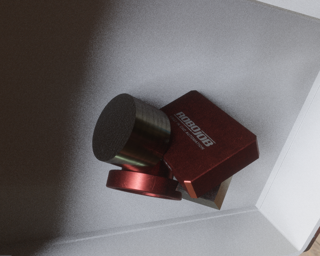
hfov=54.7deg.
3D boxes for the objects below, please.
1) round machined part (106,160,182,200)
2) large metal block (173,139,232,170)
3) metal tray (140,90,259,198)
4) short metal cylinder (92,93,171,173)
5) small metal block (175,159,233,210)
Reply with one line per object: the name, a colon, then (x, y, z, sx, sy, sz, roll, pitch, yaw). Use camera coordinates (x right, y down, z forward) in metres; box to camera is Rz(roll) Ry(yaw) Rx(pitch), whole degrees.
round machined part: (-0.017, 0.065, 0.404, 0.099, 0.098, 0.042, 22, 71, -37)
large metal block: (0.058, 0.027, 0.431, 0.081, 0.050, 0.079, -14, 129, -21)
metal tray: (0.041, 0.012, 0.369, 0.090, 0.130, 0.030, -31, 130, -9)
short metal cylinder: (-0.034, 0.007, 0.358, 0.050, 0.080, 0.080, 25, 105, -37)
small metal block: (0.054, 0.065, 0.374, 0.050, 0.050, 0.025, -62, 142, -24)
